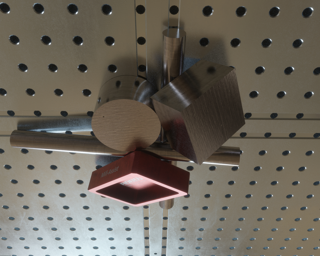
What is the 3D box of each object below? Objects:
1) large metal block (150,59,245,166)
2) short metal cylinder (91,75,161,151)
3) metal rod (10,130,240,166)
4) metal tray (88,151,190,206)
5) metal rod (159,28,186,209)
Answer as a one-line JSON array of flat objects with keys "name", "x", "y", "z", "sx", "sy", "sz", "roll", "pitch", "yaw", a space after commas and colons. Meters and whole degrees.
[{"name": "large metal block", "x": 0.046, "y": -0.019, "z": 0.353, "sx": 0.080, "sy": 0.050, "sz": 0.080, "roll": -39, "pitch": 131, "yaw": -20}, {"name": "short metal cylinder", "x": -0.039, "y": -0.017, "z": 0.380, "sx": 0.081, "sy": 0.050, "sz": 0.079, "roll": 0, "pitch": 130, "yaw": 0}, {"name": "metal rod", "x": -0.049, "y": 0.026, "z": 0.411, "sx": 0.302, "sy": 0.025, "sz": 0.025, "roll": 4, "pitch": 130, "yaw": 5}, {"name": "metal tray", "x": -0.033, "y": 0.077, "z": 0.440, "sx": 0.090, "sy": 0.030, "sz": 0.130, "roll": 27, "pitch": 146, "yaw": -28}, {"name": "metal rod", "x": 0.013, "y": 0.013, "z": 0.423, "sx": 0.025, "sy": 0.025, "sz": 0.298, "roll": 0, "pitch": 131, "yaw": -1}]
